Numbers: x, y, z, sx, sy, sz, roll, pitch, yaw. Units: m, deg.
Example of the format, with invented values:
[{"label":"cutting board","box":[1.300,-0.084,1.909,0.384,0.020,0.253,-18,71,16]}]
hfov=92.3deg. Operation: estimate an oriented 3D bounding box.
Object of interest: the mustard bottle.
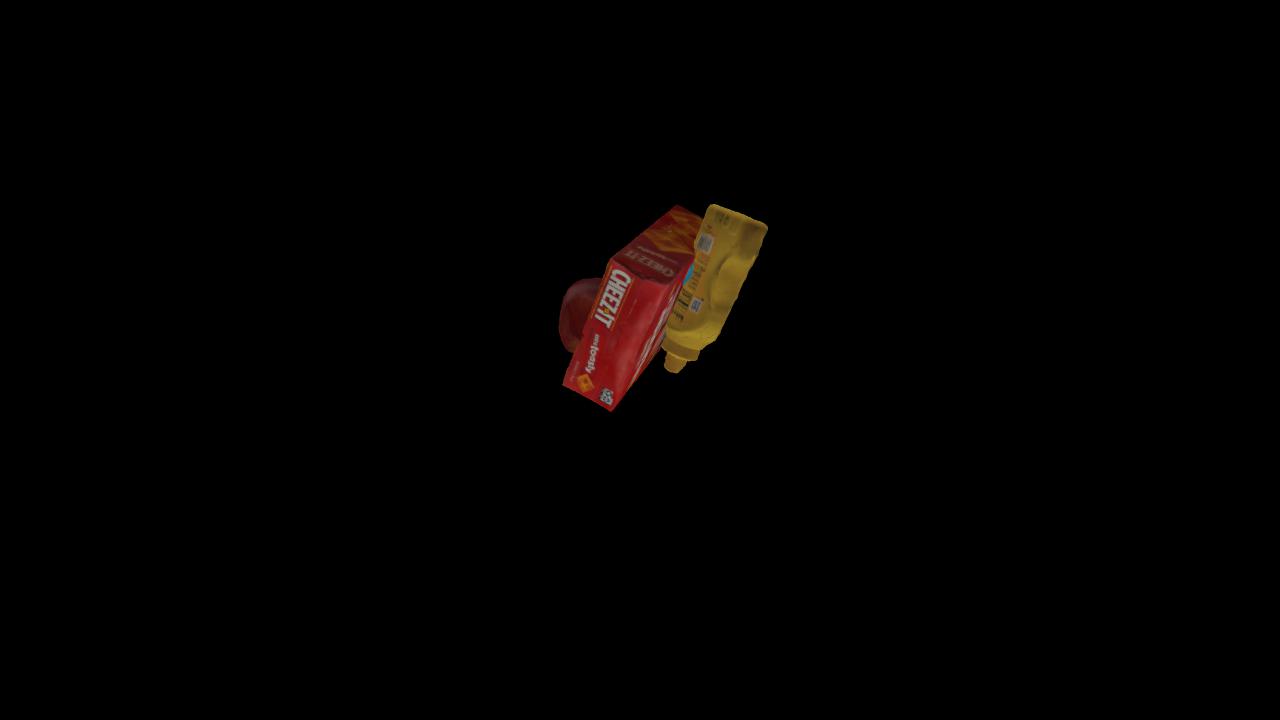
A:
[{"label":"mustard bottle","box":[0.068,-0.069,0.658,0.054,0.184,0.092,14,17,-31]}]

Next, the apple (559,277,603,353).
[{"label":"apple","box":[-0.049,-0.045,0.657,0.079,0.093,0.079,7,-44,7]}]

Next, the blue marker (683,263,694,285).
[{"label":"blue marker","box":[0.014,-0.057,0.649,0.020,0.121,0.020,43,4,-4]}]

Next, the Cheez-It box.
[{"label":"Cheez-It box","box":[0.008,-0.066,0.699,0.071,0.166,0.223,28,33,7]}]
